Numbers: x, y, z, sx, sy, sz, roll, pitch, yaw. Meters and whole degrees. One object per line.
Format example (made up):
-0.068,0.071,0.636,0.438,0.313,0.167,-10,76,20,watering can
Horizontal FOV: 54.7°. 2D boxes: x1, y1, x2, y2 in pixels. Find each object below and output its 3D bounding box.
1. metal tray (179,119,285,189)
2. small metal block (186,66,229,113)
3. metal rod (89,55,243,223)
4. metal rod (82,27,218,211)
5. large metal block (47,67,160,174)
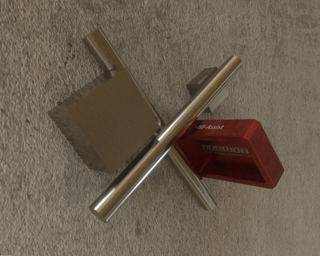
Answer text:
0.084,0.032,0.410,0.030,0.130,0.090,-50,120,-28,metal tray
0.073,-0.058,0.469,0.050,0.025,0.050,-43,116,-32,small metal block
0.025,-0.005,0.396,0.301,0.025,0.025,-47,118,-30,metal rod
0.000,0.006,0.408,0.025,0.025,0.299,-50,120,-29,metal rod
-0.059,-0.009,0.341,0.080,0.050,0.080,-44,117,-31,large metal block
